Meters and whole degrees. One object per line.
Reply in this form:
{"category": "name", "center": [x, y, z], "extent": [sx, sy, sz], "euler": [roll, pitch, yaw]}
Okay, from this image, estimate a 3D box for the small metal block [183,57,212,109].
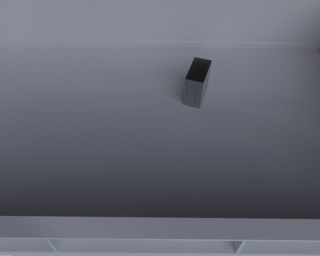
{"category": "small metal block", "center": [0.053, -0.065, 0.444], "extent": [0.025, 0.050, 0.050], "euler": [15, 52, 12]}
